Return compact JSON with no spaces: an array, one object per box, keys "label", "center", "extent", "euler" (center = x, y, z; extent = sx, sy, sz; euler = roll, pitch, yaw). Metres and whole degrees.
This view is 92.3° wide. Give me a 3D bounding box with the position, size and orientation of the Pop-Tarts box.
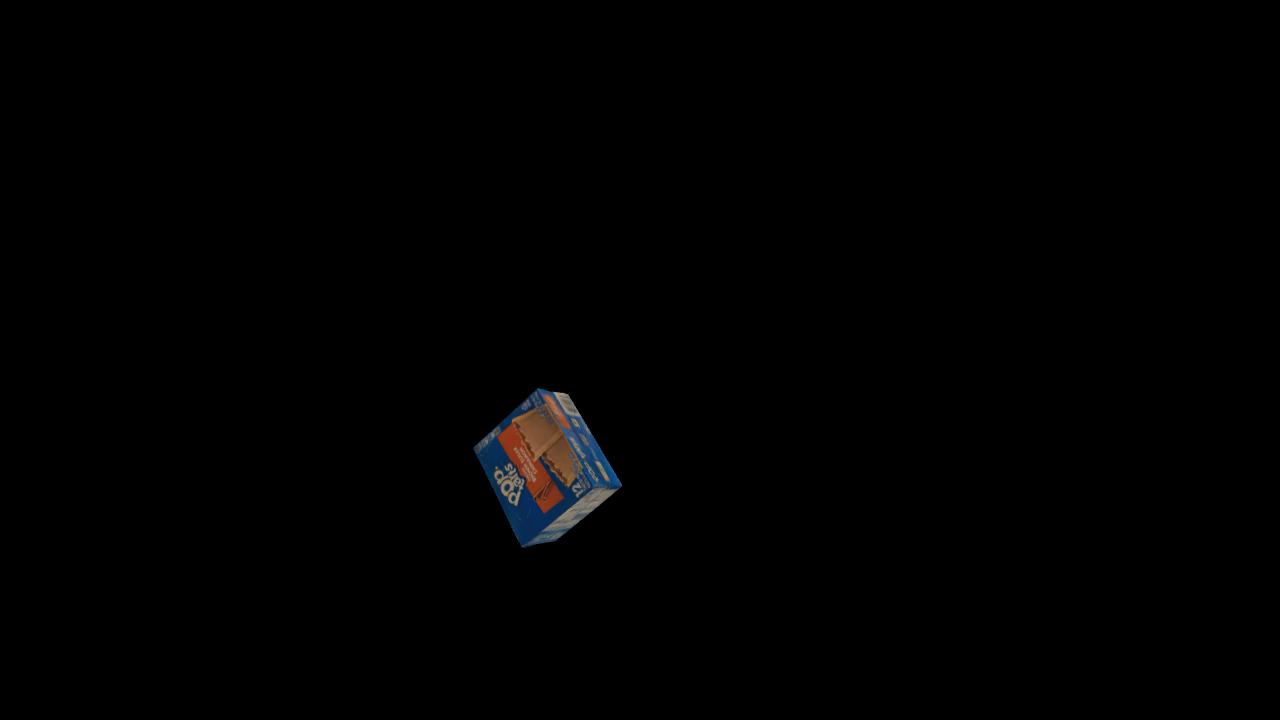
[{"label":"Pop-Tarts box","center":[-0.132,0.150,0.866],"extent":[0.141,0.167,0.083],"euler":[-41,-26,15]}]
